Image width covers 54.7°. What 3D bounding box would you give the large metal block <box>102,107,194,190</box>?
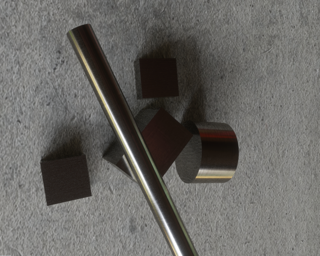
[{"bbox_3d":[-0.018,0.023,0.374,0.050,0.080,0.080,41,77,-16],"label":"large metal block"}]

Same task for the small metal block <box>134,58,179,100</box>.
[{"bbox_3d":[-0.005,-0.064,0.408,0.050,0.025,0.050,-6,92,-20],"label":"small metal block"}]

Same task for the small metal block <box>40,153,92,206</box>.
[{"bbox_3d":[-0.112,0.060,0.368,0.050,0.025,0.050,-9,93,-20],"label":"small metal block"}]

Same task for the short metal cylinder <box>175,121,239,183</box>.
[{"bbox_3d":[0.058,0.031,0.403,0.050,0.080,0.079,3,89,-20],"label":"short metal cylinder"}]

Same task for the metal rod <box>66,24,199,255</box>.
[{"bbox_3d":[-0.016,0.041,0.318,0.025,0.025,0.299,-27,100,-18],"label":"metal rod"}]
